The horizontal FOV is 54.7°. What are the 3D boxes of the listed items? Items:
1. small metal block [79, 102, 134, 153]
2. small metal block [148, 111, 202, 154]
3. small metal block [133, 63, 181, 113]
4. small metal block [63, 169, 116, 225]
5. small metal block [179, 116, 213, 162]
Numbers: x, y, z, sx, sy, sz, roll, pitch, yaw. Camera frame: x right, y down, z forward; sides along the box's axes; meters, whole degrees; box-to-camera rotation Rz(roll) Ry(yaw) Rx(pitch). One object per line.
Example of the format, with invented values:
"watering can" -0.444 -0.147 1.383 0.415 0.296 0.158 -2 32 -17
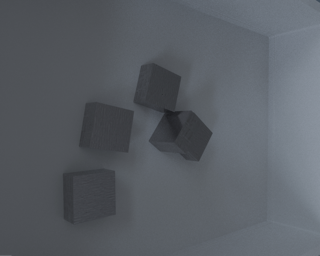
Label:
"small metal block" -0.061 0.000 0.357 0.050 0.025 0.050 12 82 -40
"small metal block" 0.020 0.005 0.409 0.025 0.050 0.050 44 63 -32
"small metal block" -0.003 -0.051 0.406 0.050 0.025 0.050 18 78 -39
"small metal block" -0.078 0.074 0.343 0.050 0.025 0.050 -2 91 -40
"small metal block" 0.043 0.013 0.445 0.050 0.025 0.050 44 63 -31
